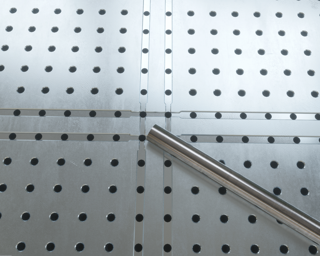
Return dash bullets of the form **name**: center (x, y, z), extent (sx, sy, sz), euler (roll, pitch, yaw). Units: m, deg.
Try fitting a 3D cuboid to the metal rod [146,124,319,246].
- **metal rod**: center (0.116, 0.081, 0.383), extent (0.301, 0.025, 0.025), euler (31, 73, 10)
